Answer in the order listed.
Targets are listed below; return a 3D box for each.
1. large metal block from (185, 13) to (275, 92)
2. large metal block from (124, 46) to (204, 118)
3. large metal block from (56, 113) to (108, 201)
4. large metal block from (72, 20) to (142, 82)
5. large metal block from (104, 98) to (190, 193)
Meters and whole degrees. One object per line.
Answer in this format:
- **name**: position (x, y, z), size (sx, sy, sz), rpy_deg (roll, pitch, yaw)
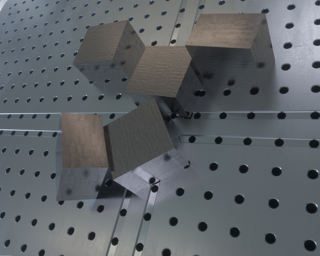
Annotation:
- **large metal block**: position (0.089, -0.093, 0.384), size (0.080, 0.080, 0.050), rpy_deg (13, 69, 34)
- **large metal block**: position (0.011, -0.065, 0.428), size (0.080, 0.050, 0.080), rpy_deg (10, 67, 32)
- **large metal block**: position (-0.104, 0.038, 0.398), size (0.050, 0.080, 0.080), rpy_deg (3, 50, -23)
- **large metal block**: position (-0.086, -0.126, 0.516), size (0.080, 0.050, 0.080), rpy_deg (0, 62, 28)
- **large metal block**: position (-0.020, 0.023, 0.390), size (0.080, 0.050, 0.080), rpy_deg (-29, 52, 10)
